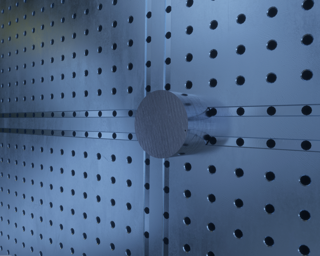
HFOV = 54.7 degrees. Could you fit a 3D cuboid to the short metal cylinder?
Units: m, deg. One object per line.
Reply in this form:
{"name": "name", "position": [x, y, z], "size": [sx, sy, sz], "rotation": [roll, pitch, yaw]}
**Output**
{"name": "short metal cylinder", "position": [0.015, -0.005, 0.379], "size": [0.080, 0.050, 0.079], "rotation": [0, 90, 39]}
